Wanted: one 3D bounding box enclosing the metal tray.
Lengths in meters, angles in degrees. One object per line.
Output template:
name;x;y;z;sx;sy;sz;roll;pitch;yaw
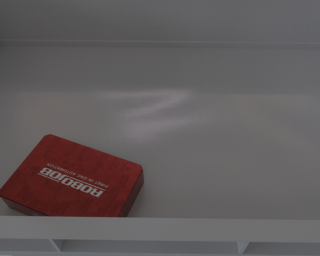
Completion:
metal tray;-0.095;0.065;0.347;0.130;0.030;0.090;17;52;14
